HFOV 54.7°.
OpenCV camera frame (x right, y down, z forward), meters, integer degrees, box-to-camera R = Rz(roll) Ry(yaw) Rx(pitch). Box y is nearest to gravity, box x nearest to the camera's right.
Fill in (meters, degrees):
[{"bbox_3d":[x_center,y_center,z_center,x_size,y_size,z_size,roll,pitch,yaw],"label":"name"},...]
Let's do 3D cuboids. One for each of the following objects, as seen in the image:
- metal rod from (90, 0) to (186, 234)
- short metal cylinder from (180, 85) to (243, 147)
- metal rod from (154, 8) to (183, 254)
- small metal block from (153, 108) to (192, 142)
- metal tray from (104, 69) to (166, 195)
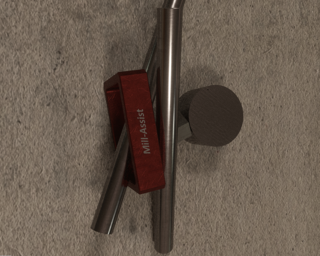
[{"bbox_3d":[-0.021,-0.029,0.363,0.025,0.025,0.299,20,81,-19],"label":"metal rod"},{"bbox_3d":[0.065,-0.016,0.421,0.081,0.050,0.079,0,90,-21],"label":"short metal cylinder"},{"bbox_3d":[0.007,0.022,0.356,0.025,0.025,0.298,-8,114,-20],"label":"metal rod"},{"bbox_3d":[0.004,-0.002,0.392,0.050,0.050,0.025,-27,137,-9],"label":"small metal block"},{"bbox_3d":[-0.033,0.004,0.363,0.030,0.090,0.129,-11,94,-20],"label":"metal tray"}]
